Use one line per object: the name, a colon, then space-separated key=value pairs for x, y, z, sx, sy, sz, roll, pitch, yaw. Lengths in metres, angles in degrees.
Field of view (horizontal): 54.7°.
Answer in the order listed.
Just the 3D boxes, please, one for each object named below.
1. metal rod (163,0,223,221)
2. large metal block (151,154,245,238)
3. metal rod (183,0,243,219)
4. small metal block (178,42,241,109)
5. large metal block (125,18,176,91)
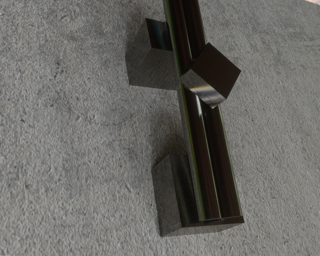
metal rod: x=0.031 y=-0.048 z=0.358 sx=0.025 sy=0.025 sz=0.299 roll=3 pitch=67 yaw=-27
large metal block: x=0.041 y=0.079 z=0.362 sx=0.081 sy=0.050 sz=0.080 roll=5 pitch=60 yaw=-26
metal rod: x=0.055 y=-0.047 z=0.370 sx=0.025 sy=0.025 sz=0.299 roll=3 pitch=67 yaw=-27
small metal block: x=0.057 y=-0.059 z=0.346 sx=0.050 sy=0.025 sz=0.050 roll=39 pitch=56 yaw=-9
large metal block: x=0.005 y=-0.098 z=0.432 sx=0.081 sy=0.080 sz=0.050 roll=3 pitch=61 yaw=-27
